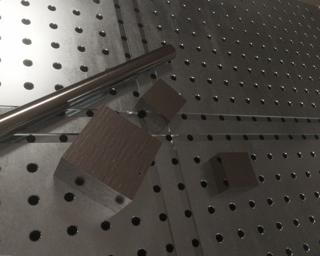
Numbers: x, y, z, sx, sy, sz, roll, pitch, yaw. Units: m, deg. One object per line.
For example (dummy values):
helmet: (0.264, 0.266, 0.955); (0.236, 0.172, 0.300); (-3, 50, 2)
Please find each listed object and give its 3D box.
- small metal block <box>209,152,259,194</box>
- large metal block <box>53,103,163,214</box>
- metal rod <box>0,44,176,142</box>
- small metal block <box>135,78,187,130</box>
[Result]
small metal block: (0.102, 0.061, 0.428); (0.050, 0.025, 0.050); (2, 61, -28)
large metal block: (-0.056, 0.034, 0.343); (0.080, 0.050, 0.080); (34, 51, -7)
metal rod: (-0.082, -0.055, 0.398); (0.302, 0.025, 0.025); (-34, 81, -38)
small metal block: (0.002, -0.034, 0.431); (0.050, 0.025, 0.050); (41, 51, -1)
